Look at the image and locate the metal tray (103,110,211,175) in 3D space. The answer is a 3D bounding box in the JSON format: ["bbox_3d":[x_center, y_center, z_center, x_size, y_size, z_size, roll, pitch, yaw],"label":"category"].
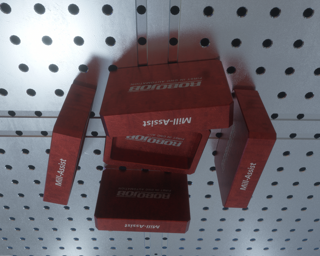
[{"bbox_3d":[-0.007,0.016,0.421,0.131,0.030,0.089,8,130,-8],"label":"metal tray"}]

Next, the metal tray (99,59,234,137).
[{"bbox_3d":[0.007,-0.035,0.338,0.131,0.090,0.030,-5,130,4],"label":"metal tray"}]

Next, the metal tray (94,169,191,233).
[{"bbox_3d":[-0.024,0.106,0.459,0.131,0.090,0.030,3,130,-2],"label":"metal tray"}]

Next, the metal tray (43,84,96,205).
[{"bbox_3d":[-0.113,0.022,0.387,0.030,0.090,0.129,14,129,-11],"label":"metal tray"}]

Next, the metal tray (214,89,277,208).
[{"bbox_3d":[0.101,0.028,0.393,0.030,0.090,0.129,3,130,-3],"label":"metal tray"}]
